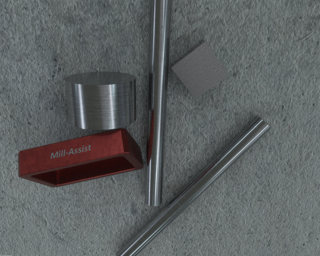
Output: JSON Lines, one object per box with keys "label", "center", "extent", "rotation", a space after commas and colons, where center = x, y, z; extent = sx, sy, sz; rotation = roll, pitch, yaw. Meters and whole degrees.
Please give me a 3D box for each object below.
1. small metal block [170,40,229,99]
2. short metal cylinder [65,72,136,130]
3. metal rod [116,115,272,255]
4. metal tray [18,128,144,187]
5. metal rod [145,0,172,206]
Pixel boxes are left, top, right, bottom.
{"label": "small metal block", "center": [0.049, -0.073, 0.384], "extent": [0.050, 0.025, 0.050], "rotation": [-36, 107, 12]}
{"label": "short metal cylinder", "center": [-0.069, -0.035, 0.367], "extent": [0.081, 0.080, 0.050], "rotation": [1, 110, -1]}
{"label": "metal rod", "center": [0.039, 0.097, 0.446], "extent": [0.025, 0.025, 0.299], "rotation": [39, 105, -14]}
{"label": "metal tray", "center": [-0.094, 0.041, 0.390], "extent": [0.131, 0.090, 0.030], "rotation": [-13, 69, 4]}
{"label": "metal rod", "center": [-0.004, -0.034, 0.397], "extent": [0.025, 0.025, 0.298], "rotation": [2, 110, -1]}
